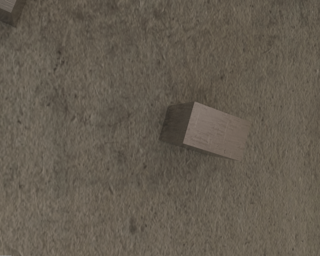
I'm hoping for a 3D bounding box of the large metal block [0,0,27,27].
[{"bbox_3d":[-0.182,-0.168,0.328,0.080,0.050,0.080,21,83,-19],"label":"large metal block"}]

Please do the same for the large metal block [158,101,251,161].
[{"bbox_3d":[0.055,0.005,0.401,0.081,0.080,0.050,18,84,-20],"label":"large metal block"}]
